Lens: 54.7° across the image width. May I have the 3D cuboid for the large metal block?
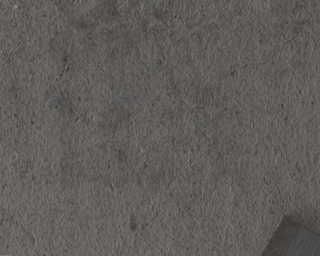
[{"bbox_3d":[0.186,0.173,0.399,0.080,0.050,0.080,30,90,0],"label":"large metal block"}]
